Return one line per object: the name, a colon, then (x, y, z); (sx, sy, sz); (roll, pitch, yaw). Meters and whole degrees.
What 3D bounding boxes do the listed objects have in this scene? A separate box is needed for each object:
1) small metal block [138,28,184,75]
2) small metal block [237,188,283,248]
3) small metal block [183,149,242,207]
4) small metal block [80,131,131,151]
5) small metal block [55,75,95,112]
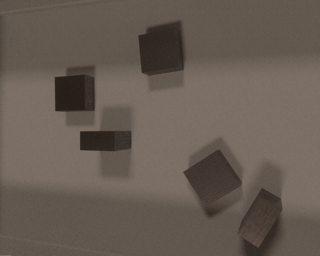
small metal block: (0.002, -0.099, 0.409); (0.050, 0.025, 0.050); (-6, 88, 19)
small metal block: (0.116, 0.101, 0.356); (0.025, 0.050, 0.050); (31, 100, 17)
small metal block: (0.066, 0.062, 0.387); (0.050, 0.025, 0.050); (-36, 79, 16)
small metal block: (-0.073, 0.017, 0.422); (0.050, 0.050, 0.025); (0, 90, 19)
small metal block: (-0.125, -0.050, 0.453); (0.050, 0.025, 0.050); (-1, 90, 19)
